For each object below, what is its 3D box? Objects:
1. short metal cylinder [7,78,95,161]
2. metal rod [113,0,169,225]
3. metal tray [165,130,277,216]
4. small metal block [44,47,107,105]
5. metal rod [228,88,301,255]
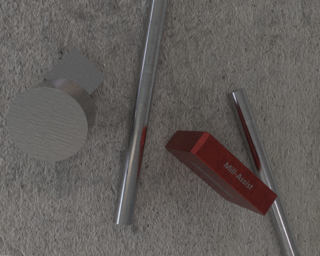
[{"bbox_3d":[-0.115,-0.010,0.338,0.081,0.050,0.079,-1,109,-2],"label":"short metal cylinder"},{"bbox_3d":[-0.024,-0.028,0.400,0.025,0.025,0.298,10,87,-20],"label":"metal rod"},{"bbox_3d":[0.076,0.056,0.402,0.130,0.090,0.030,41,77,-16],"label":"metal tray"},{"bbox_3d":[-0.101,-0.059,0.371,0.050,0.025,0.050,45,76,-15],"label":"small metal block"},{"bbox_3d":[0.163,0.084,0.469,0.025,0.025,0.299,-23,98,-19],"label":"metal rod"}]
